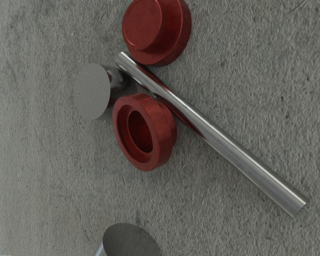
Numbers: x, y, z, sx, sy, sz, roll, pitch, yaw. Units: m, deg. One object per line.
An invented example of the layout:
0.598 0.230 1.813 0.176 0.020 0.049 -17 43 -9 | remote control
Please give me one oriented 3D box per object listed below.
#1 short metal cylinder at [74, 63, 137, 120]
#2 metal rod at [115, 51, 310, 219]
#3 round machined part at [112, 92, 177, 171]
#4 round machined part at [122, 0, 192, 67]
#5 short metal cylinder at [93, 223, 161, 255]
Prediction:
-0.080 -0.051 0.452 0.080 0.050 0.079 0 90 39 | short metal cylinder
0.040 -0.011 0.370 0.300 0.025 0.025 43 116 31 | metal rod
-0.016 0.002 0.391 0.098 0.042 0.097 29 129 43 | round machined part
-0.011 -0.131 0.401 0.098 0.042 0.097 0 90 39 | round machined part
-0.046 0.173 0.405 0.080 0.081 0.050 42 115 32 | short metal cylinder
